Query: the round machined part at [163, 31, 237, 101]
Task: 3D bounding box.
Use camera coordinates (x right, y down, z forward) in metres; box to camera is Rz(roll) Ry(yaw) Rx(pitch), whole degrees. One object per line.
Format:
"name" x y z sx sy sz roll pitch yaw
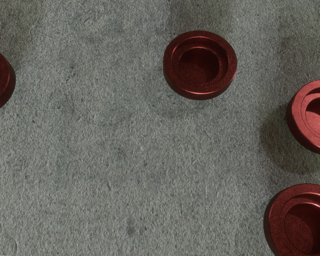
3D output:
"round machined part" 0.053 -0.082 0.429 0.099 0.042 0.098 0 70 0

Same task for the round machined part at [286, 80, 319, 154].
"round machined part" 0.214 -0.011 0.404 0.099 0.042 0.098 0 70 0

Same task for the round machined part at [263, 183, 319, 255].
"round machined part" 0.168 0.116 0.358 0.099 0.042 0.098 0 70 0

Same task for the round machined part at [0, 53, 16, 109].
"round machined part" -0.244 -0.058 0.418 0.099 0.042 0.098 1 71 -1
